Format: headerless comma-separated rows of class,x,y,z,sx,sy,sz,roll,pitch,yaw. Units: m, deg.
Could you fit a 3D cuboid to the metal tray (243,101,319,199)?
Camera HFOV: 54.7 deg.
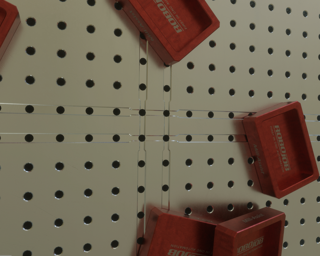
metal tray,0.189,0.032,0.481,0.091,0.030,0.129,-20,97,-19

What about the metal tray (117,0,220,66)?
metal tray,0.009,-0.162,0.413,0.090,0.030,0.130,-43,104,-15

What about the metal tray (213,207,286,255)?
metal tray,0.125,0.167,0.428,0.131,0.030,0.089,-1,97,-42

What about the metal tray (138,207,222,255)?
metal tray,0.041,0.169,0.427,0.131,0.030,0.090,18,84,-20

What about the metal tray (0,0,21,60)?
metal tray,-0.230,-0.116,0.324,0.131,0.030,0.090,25,82,-19
